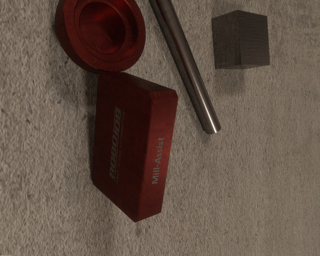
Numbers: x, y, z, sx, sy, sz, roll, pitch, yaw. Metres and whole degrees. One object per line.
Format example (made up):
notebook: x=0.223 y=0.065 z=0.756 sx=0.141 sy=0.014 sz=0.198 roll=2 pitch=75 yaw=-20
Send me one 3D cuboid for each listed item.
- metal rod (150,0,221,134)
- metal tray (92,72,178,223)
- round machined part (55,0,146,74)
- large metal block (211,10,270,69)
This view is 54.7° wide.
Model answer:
metal rod: x=0.022 y=-0.124 z=0.424 sx=0.025 sy=0.025 sz=0.299 roll=-39 pitch=114 yaw=-33
metal tray: x=-0.031 y=0.016 z=0.313 sx=0.030 sy=0.090 sz=0.129 roll=-9 pitch=115 yaw=-40
round machined part: x=-0.067 y=-0.107 z=0.339 sx=0.099 sy=0.042 sz=0.097 roll=0 pitch=90 yaw=-40
large metal block: x=0.132 y=-0.139 z=0.502 sx=0.081 sy=0.050 sz=0.079 roll=-9 pitch=96 yaw=-40
